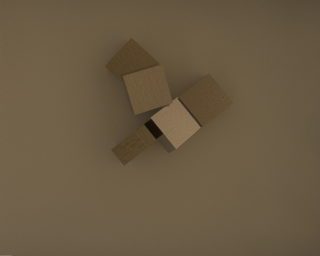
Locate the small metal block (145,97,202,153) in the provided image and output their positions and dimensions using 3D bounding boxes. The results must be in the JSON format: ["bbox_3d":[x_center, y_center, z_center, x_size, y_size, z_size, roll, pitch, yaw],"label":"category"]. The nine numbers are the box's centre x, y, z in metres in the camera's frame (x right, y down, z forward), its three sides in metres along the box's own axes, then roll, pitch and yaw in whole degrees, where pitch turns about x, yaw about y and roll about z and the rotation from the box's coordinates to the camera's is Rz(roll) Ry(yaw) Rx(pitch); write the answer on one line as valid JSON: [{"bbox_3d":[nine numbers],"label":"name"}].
[{"bbox_3d":[0.017,-0.004,0.402,0.050,0.025,0.050,-39,91,-27],"label":"small metal block"}]

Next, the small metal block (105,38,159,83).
[{"bbox_3d":[-0.035,-0.081,0.411,0.050,0.025,0.050,43,90,0],"label":"small metal block"}]

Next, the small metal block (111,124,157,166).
[{"bbox_3d":[-0.032,0.020,0.398,0.050,0.050,0.025,-38,92,0],"label":"small metal block"}]

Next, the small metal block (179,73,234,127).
[{"bbox_3d":[0.060,-0.036,0.412,0.050,0.025,0.050,-39,91,0],"label":"small metal block"}]

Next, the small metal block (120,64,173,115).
[{"bbox_3d":[-0.017,-0.049,0.389,0.050,0.025,0.050,-19,108,-11],"label":"small metal block"}]
